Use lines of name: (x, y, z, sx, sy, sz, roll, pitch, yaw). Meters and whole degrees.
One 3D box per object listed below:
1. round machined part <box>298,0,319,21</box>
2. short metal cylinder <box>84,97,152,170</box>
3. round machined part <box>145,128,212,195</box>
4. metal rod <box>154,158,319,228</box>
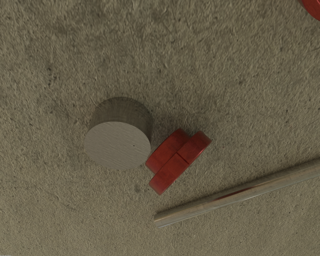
round machined part: (0.167, -0.146, 0.273, 0.099, 0.042, 0.097, 0, 130, 0)
short metal cylinder: (-0.051, 0.008, 0.395, 0.080, 0.050, 0.079, 1, 129, 1)
round machined part: (0.019, 0.038, 0.404, 0.042, 0.099, 0.097, 44, 124, 9)
metal rod: (0.126, 0.107, 0.499, 0.300, 0.025, 0.025, -24, 126, 19)
